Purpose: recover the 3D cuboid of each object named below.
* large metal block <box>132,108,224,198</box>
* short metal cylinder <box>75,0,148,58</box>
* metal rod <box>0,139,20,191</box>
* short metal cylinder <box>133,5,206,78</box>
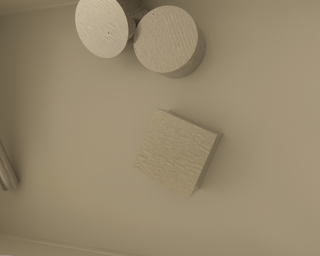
[{"bbox_3d":[0.023,0.028,0.388,0.080,0.050,0.080,25,98,18],"label":"large metal block"},{"bbox_3d":[-0.061,-0.136,0.401,0.080,0.050,0.079,14,122,24],"label":"short metal cylinder"},{"bbox_3d":[-0.270,-0.043,0.444,0.025,0.025,0.298,-7,111,19],"label":"metal rod"},{"bbox_3d":[0.014,-0.106,0.392,0.080,0.050,0.079,0,90,19],"label":"short metal cylinder"}]
